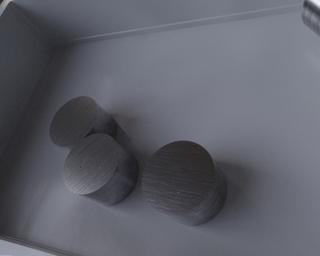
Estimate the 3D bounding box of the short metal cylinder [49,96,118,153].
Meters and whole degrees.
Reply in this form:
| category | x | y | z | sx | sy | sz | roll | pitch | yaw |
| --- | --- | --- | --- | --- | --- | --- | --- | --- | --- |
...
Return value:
| category | x | y | z | sx | sy | sz | roll | pitch | yaw |
| --- | --- | --- | --- | --- | --- | --- | --- | --- | --- |
| short metal cylinder | -0.109 | 0.001 | 0.444 | 0.080 | 0.050 | 0.080 | -13 | 56 | 20 |

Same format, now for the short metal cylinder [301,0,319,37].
| category | x | y | z | sx | sy | sz | roll | pitch | yaw |
| --- | --- | --- | --- | --- | --- | --- | --- | --- | --- |
| short metal cylinder | 0.209 | -0.134 | 0.343 | 0.080 | 0.080 | 0.050 | -31 | 52 | 8 |

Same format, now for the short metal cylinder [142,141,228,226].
| category | x | y | z | sx | sy | sz | roll | pitch | yaw |
| --- | --- | --- | --- | --- | --- | --- | --- | --- | --- |
| short metal cylinder | 0.028 | 0.060 | 0.337 | 0.080 | 0.050 | 0.080 | -13 | 56 | 20 |

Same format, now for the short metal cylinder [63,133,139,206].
| category | x | y | z | sx | sy | sz | roll | pitch | yaw |
| --- | --- | --- | --- | --- | --- | --- | --- | --- | --- |
| short metal cylinder | -0.074 | 0.053 | 0.394 | 0.080 | 0.050 | 0.080 | -13 | 56 | 20 |
